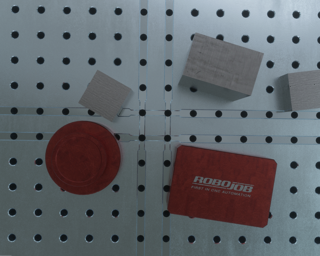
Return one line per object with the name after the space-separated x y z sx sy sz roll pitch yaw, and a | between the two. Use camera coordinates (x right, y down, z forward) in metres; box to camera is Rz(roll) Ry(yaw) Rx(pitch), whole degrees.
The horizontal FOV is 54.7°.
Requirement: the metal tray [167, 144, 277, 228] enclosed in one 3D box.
0.080 0.075 0.412 0.131 0.030 0.089 9 90 -1 | metal tray

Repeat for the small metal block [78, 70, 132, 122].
-0.071 -0.042 0.412 0.050 0.025 0.050 30 90 -1 | small metal block

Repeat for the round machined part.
-0.101 0.039 0.404 0.099 0.042 0.097 0 90 -1 | round machined part

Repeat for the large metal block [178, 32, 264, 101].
0.071 -0.072 0.387 0.080 0.080 0.050 17 90 -1 | large metal block

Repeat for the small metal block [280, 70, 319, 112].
0.194 -0.050 0.416 0.050 0.025 0.050 -7 90 -1 | small metal block
